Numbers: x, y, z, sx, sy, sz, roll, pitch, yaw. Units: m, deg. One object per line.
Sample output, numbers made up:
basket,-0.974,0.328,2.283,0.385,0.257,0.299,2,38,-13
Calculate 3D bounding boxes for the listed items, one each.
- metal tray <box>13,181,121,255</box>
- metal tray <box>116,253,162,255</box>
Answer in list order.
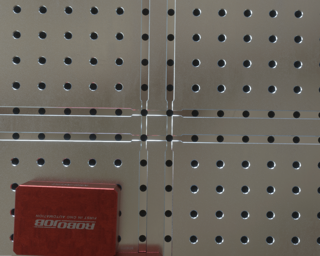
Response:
metal tray,-0.121,0.120,0.410,0.131,0.030,0.089,2,90,0
metal tray,-0.061,0.216,0.410,0.131,0.030,0.089,0,90,0
